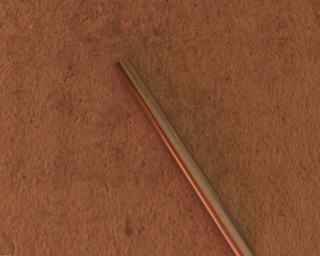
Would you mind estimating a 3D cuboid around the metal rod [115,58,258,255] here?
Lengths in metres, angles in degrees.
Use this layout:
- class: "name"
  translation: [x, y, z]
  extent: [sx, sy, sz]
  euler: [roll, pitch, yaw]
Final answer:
- class: "metal rod"
  translation: [0.024, 0.030, 0.397]
  extent: [0.025, 0.025, 0.299]
  euler: [-29, 73, -10]
